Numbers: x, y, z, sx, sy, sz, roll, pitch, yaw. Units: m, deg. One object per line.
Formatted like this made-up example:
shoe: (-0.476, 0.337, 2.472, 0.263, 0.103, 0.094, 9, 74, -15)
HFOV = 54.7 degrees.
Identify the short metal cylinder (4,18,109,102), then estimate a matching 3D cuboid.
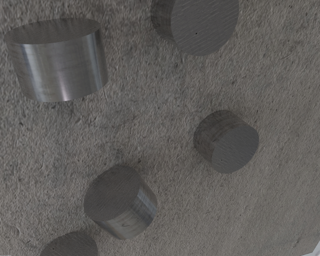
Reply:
short metal cylinder: (-0.091, -0.065, 0.282, 0.081, 0.080, 0.050, -16, 125, -19)

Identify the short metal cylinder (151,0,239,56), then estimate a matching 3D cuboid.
short metal cylinder: (0.037, -0.124, 0.334, 0.081, 0.050, 0.079, -14, 124, -21)

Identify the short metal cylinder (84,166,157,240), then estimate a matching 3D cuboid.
short metal cylinder: (-0.050, 0.096, 0.403, 0.080, 0.080, 0.050, -35, 129, -5)

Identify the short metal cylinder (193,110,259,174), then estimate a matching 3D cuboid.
short metal cylinder: (0.097, 0.020, 0.456, 0.081, 0.050, 0.079, -14, 124, -21)

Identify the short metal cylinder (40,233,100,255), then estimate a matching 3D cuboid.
short metal cylinder: (-0.120, 0.193, 0.425, 0.081, 0.080, 0.050, -19, 126, -18)
